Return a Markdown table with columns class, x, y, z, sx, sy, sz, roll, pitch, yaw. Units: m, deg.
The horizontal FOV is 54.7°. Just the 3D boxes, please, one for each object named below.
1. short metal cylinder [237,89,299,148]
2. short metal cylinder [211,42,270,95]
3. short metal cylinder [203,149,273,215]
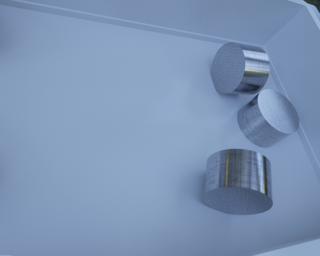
| class | x | y | z | sx | sy | sz | roll | pitch | yaw |
| --- | --- | --- | --- | --- | --- | --- | --- | --- | --- |
| short metal cylinder | 0.172 | -0.015 | 0.494 | 0.081 | 0.050 | 0.080 | 14 | 56 | -21 |
| short metal cylinder | 0.128 | -0.094 | 0.499 | 0.050 | 0.080 | 0.080 | 0 | 62 | -28 |
| short metal cylinder | 0.096 | 0.068 | 0.382 | 0.080 | 0.080 | 0.050 | 23 | 53 | -15 |
